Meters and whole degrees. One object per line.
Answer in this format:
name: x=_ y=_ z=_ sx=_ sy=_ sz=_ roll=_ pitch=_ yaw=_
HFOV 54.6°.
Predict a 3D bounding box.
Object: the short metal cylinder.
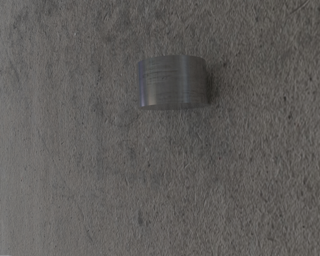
short metal cylinder: x=0.014 y=-0.049 z=0.359 sx=0.080 sy=0.081 sz=0.050 roll=-4 pitch=87 yaw=40
